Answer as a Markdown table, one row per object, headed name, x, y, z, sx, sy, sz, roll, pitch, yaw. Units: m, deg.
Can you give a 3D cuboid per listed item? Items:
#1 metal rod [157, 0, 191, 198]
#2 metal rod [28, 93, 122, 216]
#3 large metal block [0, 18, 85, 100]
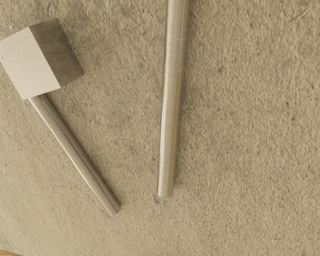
| name | x | y | z | sx | sy | sz | roll | pitch | yaw |
| --- | --- | --- | --- | --- | --- | --- | --- | --- | --- |
| metal rod | 0.014 | -0.031 | 0.379 | 0.025 | 0.025 | 0.298 | 16 | 125 | 19 |
| metal rod | -0.150 | 0.019 | 0.494 | 0.025 | 0.025 | 0.299 | -19 | 109 | 35 |
| large metal block | -0.163 | -0.091 | 0.418 | 0.080 | 0.050 | 0.080 | -10 | 114 | 32 |
